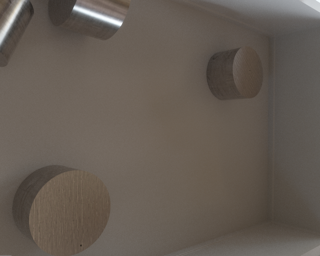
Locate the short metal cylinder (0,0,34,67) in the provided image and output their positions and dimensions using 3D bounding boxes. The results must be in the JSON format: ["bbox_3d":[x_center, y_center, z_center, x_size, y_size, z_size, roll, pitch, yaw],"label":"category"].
[{"bbox_3d":[-0.151,-0.091,0.245,0.080,0.080,0.050,31,71,-36],"label":"short metal cylinder"}]

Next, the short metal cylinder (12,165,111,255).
[{"bbox_3d":[-0.098,0.079,0.310,0.081,0.050,0.079,0,90,-40],"label":"short metal cylinder"}]

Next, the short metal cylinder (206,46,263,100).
[{"bbox_3d":[0.120,-0.085,0.494,0.081,0.050,0.079,0,90,-40],"label":"short metal cylinder"}]

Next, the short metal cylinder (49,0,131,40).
[{"bbox_3d":[-0.072,-0.135,0.312,0.050,0.080,0.080,7,86,-40],"label":"short metal cylinder"}]
